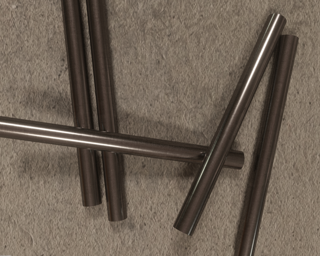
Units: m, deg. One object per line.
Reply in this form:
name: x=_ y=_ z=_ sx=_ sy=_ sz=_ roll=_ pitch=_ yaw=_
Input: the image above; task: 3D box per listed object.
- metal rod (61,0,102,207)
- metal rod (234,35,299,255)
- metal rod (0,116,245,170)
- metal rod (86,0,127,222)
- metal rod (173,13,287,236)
metal rod: x=-0.105 y=-0.048 z=0.408 sx=0.025 sy=0.025 sz=0.298 roll=-6 pitch=90 yaw=-1
metal rod: x=0.141 y=0.026 z=0.411 sx=0.025 sy=0.025 sz=0.298 roll=12 pitch=90 yaw=-1
metal rod: x=-0.040 y=0.021 z=0.387 sx=0.302 sy=0.025 sz=0.025 roll=9 pitch=90 yaw=-10
metal rod: x=-0.071 y=-0.029 z=0.409 sx=0.025 sy=0.025 sz=0.298 roll=-6 pitch=90 yaw=-1
metal rod: x=0.091 y=-0.012 z=0.388 sx=0.025 sy=0.025 sz=0.299 roll=26 pitch=80 yaw=-1
